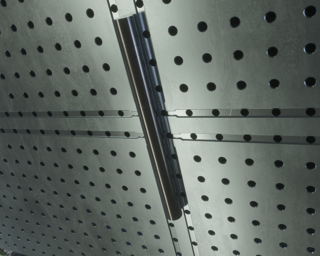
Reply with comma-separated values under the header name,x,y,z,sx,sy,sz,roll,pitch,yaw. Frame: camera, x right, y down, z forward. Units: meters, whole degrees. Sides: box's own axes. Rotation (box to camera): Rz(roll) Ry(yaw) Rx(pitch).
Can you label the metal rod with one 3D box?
name,x,y,z,sx,sy,sz,roll,pitch,yaw
metal rod,-0.010,0.004,0.417,0.025,0.025,0.298,0,119,28
